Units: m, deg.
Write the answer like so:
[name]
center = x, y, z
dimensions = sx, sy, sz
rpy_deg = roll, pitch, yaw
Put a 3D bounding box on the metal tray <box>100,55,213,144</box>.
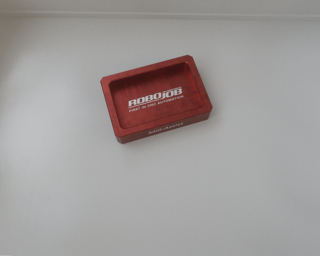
[metal tray]
center = -0.006, -0.040, 0.421
dimensions = 0.131, 0.030, 0.090
rpy_deg = -16, 71, -6
